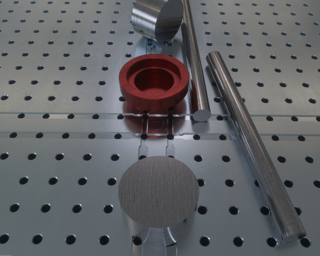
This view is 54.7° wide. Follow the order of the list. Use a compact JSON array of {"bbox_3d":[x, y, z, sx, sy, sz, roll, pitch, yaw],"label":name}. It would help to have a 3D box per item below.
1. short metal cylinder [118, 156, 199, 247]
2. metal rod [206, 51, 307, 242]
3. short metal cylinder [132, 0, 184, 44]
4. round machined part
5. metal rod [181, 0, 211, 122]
[{"bbox_3d":[-0.001,0.076,0.327,0.080,0.050,0.080,0,50,0],"label":"short metal cylinder"},{"bbox_3d":[0.112,-0.002,0.409,0.025,0.025,0.300,-7,50,-6],"label":"metal rod"},{"bbox_3d":[-0.003,-0.192,0.533,0.050,0.080,0.080,31,57,23],"label":"short metal cylinder"},{"bbox_3d":[-0.008,-0.061,0.447,0.099,0.042,0.098,0,50,0],"label":"round machined part"},{"bbox_3d":[0.052,-0.131,0.518,0.025,0.025,0.300,-1,50,-1],"label":"metal rod"}]
